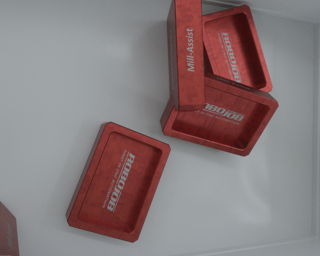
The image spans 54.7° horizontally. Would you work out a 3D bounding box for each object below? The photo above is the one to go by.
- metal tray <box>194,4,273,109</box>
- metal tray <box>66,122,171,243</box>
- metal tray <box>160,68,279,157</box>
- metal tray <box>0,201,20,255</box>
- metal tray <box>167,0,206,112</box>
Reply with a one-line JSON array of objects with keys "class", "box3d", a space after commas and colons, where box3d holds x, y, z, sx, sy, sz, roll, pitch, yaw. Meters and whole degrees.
[{"class": "metal tray", "box3d": [0.102, -0.101, 0.446, 0.091, 0.030, 0.129, -21, 97, -19]}, {"class": "metal tray", "box3d": [-0.051, 0.067, 0.389, 0.091, 0.030, 0.130, 23, 82, -19]}, {"class": "metal tray", "box3d": [0.076, -0.019, 0.410, 0.131, 0.030, 0.089, 16, 116, -16]}, {"class": "metal tray", "box3d": [-0.181, 0.129, 0.286, 0.090, 0.130, 0.030, -36, 114, -17]}, {"class": "metal tray", "box3d": [0.030, -0.086, 0.384, 0.030, 0.090, 0.129, -2, 90, -4]}]
